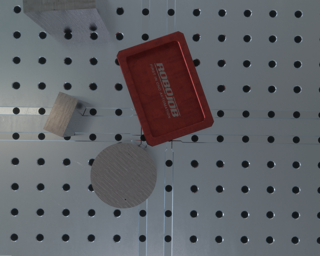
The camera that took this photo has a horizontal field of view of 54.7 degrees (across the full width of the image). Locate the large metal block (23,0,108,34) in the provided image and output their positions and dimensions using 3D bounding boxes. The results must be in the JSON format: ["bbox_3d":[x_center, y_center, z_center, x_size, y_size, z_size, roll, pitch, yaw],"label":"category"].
[{"bbox_3d":[-0.113,-0.156,0.385,0.081,0.080,0.050,-4,90,0],"label":"large metal block"}]

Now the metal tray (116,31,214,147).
[{"bbox_3d":[0.007,-0.050,0.410,0.090,0.030,0.129,-19,90,0],"label":"metal tray"}]

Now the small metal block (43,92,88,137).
[{"bbox_3d":[-0.120,-0.017,0.400,0.025,0.050,0.050,24,90,0],"label":"small metal block"}]

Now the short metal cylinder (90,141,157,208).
[{"bbox_3d":[-0.044,0.058,0.400,0.081,0.050,0.079,0,90,0],"label":"short metal cylinder"}]
